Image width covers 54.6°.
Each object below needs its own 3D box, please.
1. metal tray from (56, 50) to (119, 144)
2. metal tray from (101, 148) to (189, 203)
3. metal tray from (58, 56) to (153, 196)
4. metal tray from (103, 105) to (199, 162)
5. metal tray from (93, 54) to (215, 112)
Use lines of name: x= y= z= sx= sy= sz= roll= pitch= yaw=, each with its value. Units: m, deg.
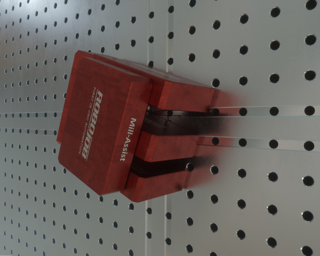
metal tray: x=-0.096 y=-0.040 z=0.444 sx=0.030 sy=0.090 sz=0.129 roll=20 pitch=104 yaw=16
metal tray: x=-0.041 y=0.044 z=0.401 sx=0.130 sy=0.091 sz=0.030 roll=27 pitch=107 yaw=36
metal tray: x=-0.064 y=-0.004 z=0.342 sx=0.090 sy=0.030 sz=0.129 roll=26 pitch=107 yaw=37
metal tray: x=-0.028 y=0.000 z=0.390 sx=0.130 sy=0.091 sz=0.030 roll=25 pitch=105 yaw=36
metal tray: x=-0.012 y=-0.055 z=0.376 sx=0.130 sy=0.091 sz=0.030 roll=27 pitch=107 yaw=37
